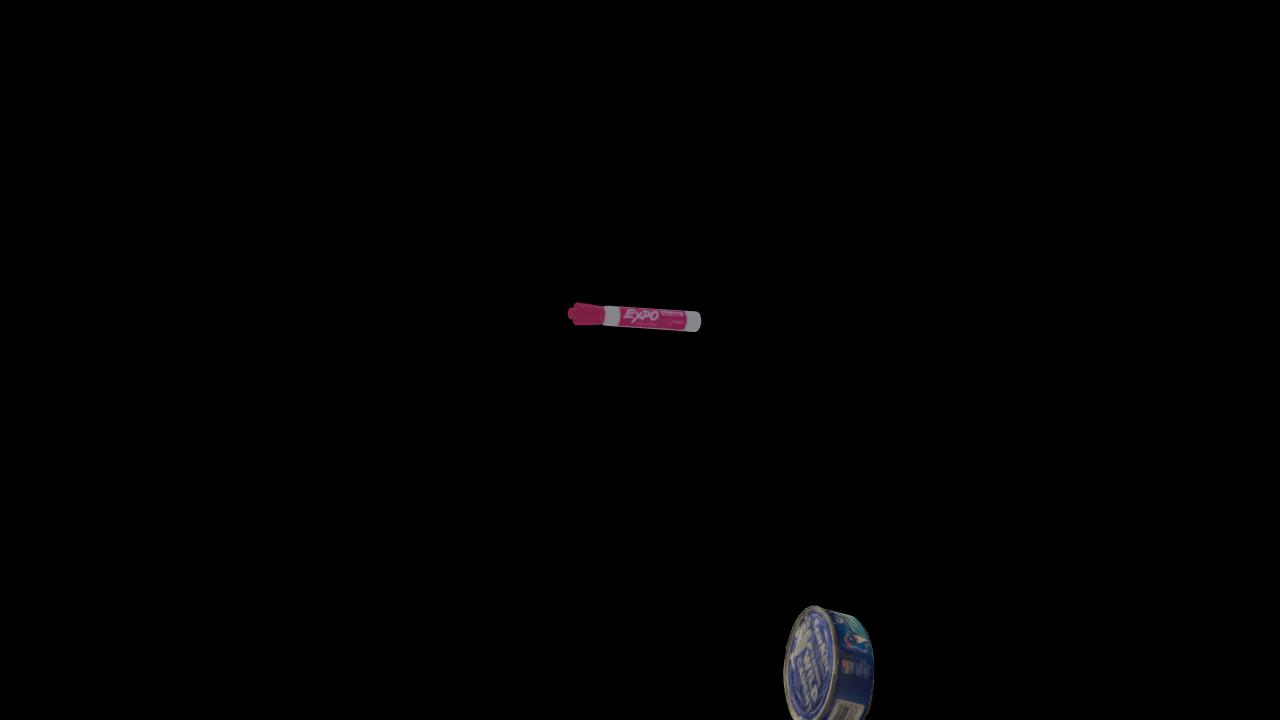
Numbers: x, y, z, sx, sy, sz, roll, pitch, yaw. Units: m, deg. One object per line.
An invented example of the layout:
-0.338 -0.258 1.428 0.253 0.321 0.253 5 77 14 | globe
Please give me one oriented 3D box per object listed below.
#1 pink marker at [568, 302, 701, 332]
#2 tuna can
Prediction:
-0.003 -0.036 0.524 0.121 0.020 0.020 2 -1 -27 | pink marker
0.141 0.232 0.462 0.034 0.084 0.084 16 -1 -5 | tuna can
